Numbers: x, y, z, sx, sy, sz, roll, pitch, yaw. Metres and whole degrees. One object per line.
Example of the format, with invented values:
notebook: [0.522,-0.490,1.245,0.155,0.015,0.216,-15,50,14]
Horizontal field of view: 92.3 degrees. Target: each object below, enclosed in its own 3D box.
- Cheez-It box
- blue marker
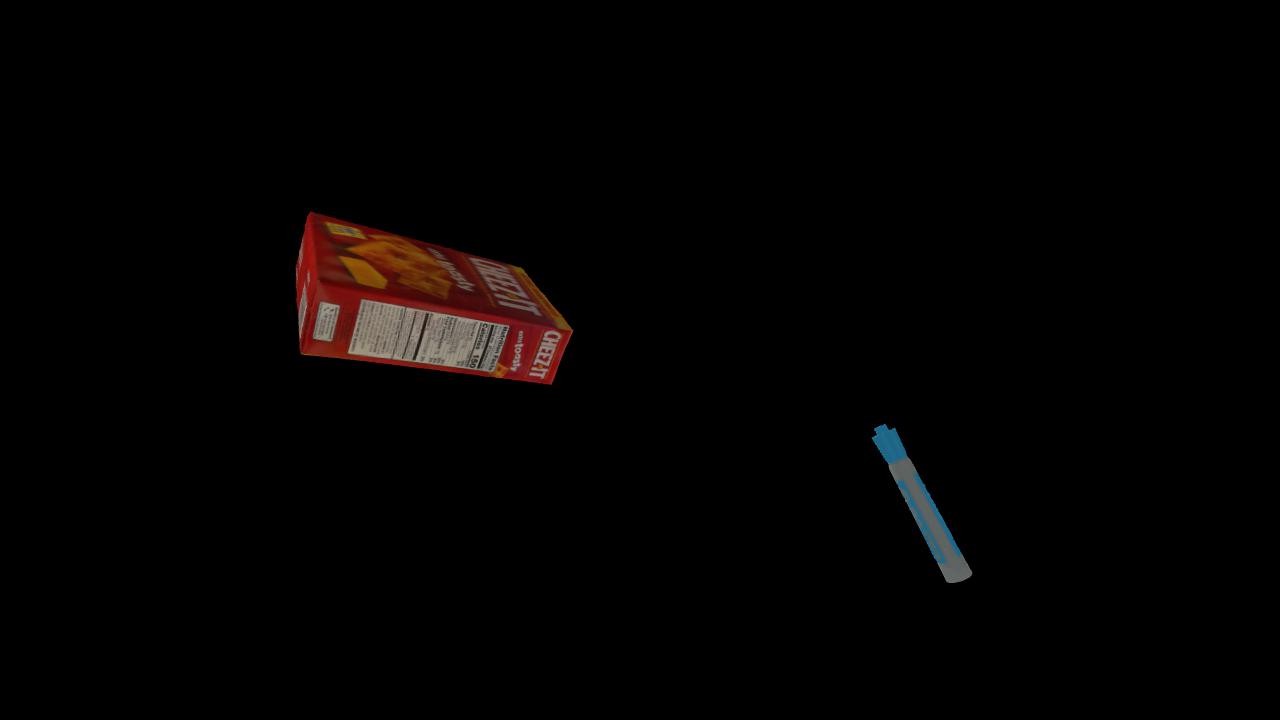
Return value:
Cheez-It box: [-0.196,-0.055,0.582,0.223,0.071,0.166,11,24,-35]
blue marker: [0.208,0.104,0.459,0.020,0.121,0.020,-23,-12,-5]
